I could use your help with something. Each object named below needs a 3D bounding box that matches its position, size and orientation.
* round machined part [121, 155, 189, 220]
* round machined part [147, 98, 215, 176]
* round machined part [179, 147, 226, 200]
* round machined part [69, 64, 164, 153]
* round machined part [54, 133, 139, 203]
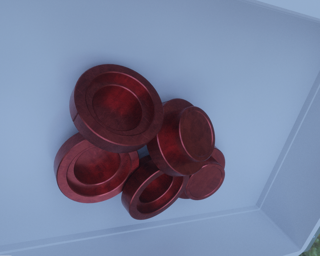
[{"bbox_3d":[-0.011,0.074,0.422,0.099,0.042,0.097,-26,139,-25],"label":"round machined part"},{"bbox_3d":[0.032,0.010,0.385,0.099,0.042,0.098,14,70,-43],"label":"round machined part"},{"bbox_3d":[0.060,0.071,0.474,0.099,0.042,0.097,-14,125,-21],"label":"round machined part"},{"bbox_3d":[-0.049,-0.017,0.336,0.099,0.098,0.042,2,153,-30],"label":"round machined part"},{"bbox_3d":[-0.079,0.040,0.378,0.099,0.042,0.097,-14,125,-21],"label":"round machined part"}]
